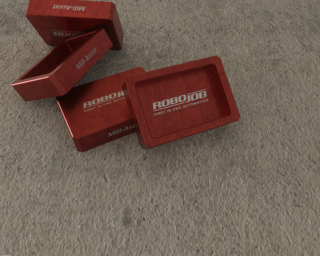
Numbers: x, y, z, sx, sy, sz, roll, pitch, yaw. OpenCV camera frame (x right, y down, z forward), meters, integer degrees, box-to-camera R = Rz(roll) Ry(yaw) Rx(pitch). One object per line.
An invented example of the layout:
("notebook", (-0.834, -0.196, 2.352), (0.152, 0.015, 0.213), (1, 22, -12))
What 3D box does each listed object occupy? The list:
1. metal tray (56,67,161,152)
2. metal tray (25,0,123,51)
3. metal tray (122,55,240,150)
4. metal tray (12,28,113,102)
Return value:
("metal tray", (-0.065, -0.030, 0.424), (0.131, 0.030, 0.090), (-21, 53, -17))
("metal tray", (-0.130, -0.163, 0.493), (0.131, 0.090, 0.030), (4, 75, 4))
("metal tray", (0.027, -0.033, 0.394), (0.131, 0.030, 0.090), (-17, 86, -17))
("metal tray", (-0.137, -0.093, 0.448), (0.090, 0.030, 0.130), (-3, 41, 34))
